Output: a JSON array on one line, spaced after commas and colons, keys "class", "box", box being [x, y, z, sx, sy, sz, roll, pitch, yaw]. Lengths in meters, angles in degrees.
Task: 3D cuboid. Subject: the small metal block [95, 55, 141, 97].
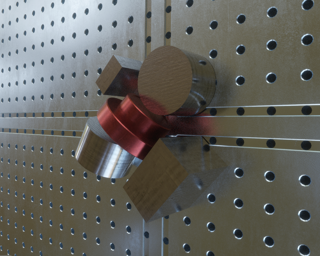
[{"class": "small metal block", "box": [-0.053, -0.071, 0.434, 0.050, 0.050, 0.025, -49, 61, 28]}]

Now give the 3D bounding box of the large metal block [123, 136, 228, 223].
[{"class": "large metal block", "box": [0.018, 0.056, 0.357, 0.050, 0.081, 0.080, 51, 120, 27]}]

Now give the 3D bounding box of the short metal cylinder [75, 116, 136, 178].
[{"class": "short metal cylinder", "box": [-0.070, 0.025, 0.428, 0.080, 0.081, 0.050, 38, 113, 33]}]

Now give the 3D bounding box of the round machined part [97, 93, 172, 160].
[{"class": "round machined part", "box": [-0.024, -0.006, 0.380, 0.042, 0.098, 0.098, -49, 61, 14]}]

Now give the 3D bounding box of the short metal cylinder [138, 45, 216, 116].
[{"class": "short metal cylinder", "box": [0.020, -0.055, 0.375, 0.080, 0.050, 0.079, 0, 90, 39]}]
